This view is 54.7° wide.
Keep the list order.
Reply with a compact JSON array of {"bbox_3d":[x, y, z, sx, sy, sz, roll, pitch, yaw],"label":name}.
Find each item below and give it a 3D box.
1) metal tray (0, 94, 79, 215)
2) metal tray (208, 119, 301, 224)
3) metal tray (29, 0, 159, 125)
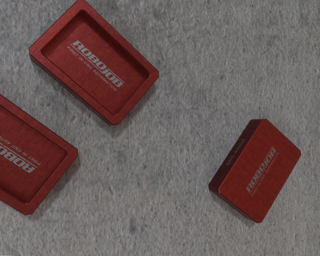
[{"bbox_3d":[-0.170,0.023,0.343,0.130,0.030,0.090,39,77,-16],"label":"metal tray"},{"bbox_3d":[0.143,0.062,0.461,0.090,0.030,0.130,39,77,-16],"label":"metal tray"},{"bbox_3d":[-0.077,-0.076,0.378,0.130,0.030,0.090,42,77,-16],"label":"metal tray"}]
